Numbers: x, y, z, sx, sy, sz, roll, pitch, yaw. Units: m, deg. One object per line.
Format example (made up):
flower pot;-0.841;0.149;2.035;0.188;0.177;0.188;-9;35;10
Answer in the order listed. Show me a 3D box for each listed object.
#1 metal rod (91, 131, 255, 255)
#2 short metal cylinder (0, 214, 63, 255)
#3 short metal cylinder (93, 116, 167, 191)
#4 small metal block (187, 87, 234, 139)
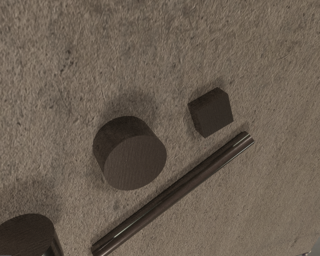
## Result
metal rod;0.022;0.104;0.485;0.301;0.025;0.025;-36;130;-4
short metal cylinder;-0.164;0.152;0.377;0.081;0.080;0.050;-17;125;-19
short metal cylinder;-0.039;0.031;0.390;0.081;0.050;0.079;-14;125;-21
small metal block;0.072;-0.021;0.435;0.050;0.025;0.050;-30;129;-10
